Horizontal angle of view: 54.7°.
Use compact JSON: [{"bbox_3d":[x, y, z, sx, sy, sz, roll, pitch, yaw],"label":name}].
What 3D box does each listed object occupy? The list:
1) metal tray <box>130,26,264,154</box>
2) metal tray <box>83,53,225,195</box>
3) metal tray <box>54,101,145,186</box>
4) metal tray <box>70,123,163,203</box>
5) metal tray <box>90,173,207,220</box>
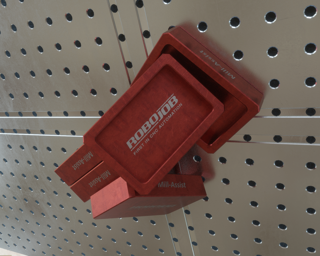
[{"bbox_3d":[0.040,-0.041,0.359,0.130,0.030,0.089,39,129,1],"label":"metal tray"},{"bbox_3d":[-0.006,-0.004,0.337,0.090,0.030,0.130,43,84,-2],"label":"metal tray"},{"bbox_3d":[-0.078,0.020,0.420,0.030,0.090,0.129,49,128,-6],"label":"metal tray"},{"bbox_3d":[-0.057,0.043,0.422,0.030,0.090,0.129,49,128,-6],"label":"metal tray"},{"bbox_3d":[-0.013,0.091,0.413,0.090,0.131,0.030,-36,57,39],"label":"metal tray"}]
